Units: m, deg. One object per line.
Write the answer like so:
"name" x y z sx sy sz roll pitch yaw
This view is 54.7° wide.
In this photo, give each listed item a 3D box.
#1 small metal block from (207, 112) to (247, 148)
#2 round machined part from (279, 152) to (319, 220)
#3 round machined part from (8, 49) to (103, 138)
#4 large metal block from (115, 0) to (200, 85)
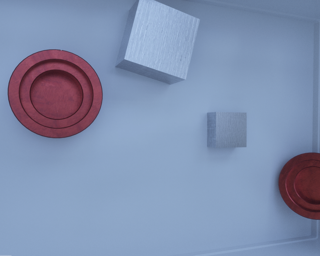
"small metal block" 0.097 0.003 0.448 0.050 0.025 0.050 0 90 -21
"round machined part" 0.237 0.086 0.471 0.042 0.098 0.097 10 86 -55
"round machined part" -0.119 -0.038 0.358 0.099 0.042 0.097 0 90 -21
"large metal block" -0.004 -0.108 0.397 0.081 0.050 0.080 15 85 -20
